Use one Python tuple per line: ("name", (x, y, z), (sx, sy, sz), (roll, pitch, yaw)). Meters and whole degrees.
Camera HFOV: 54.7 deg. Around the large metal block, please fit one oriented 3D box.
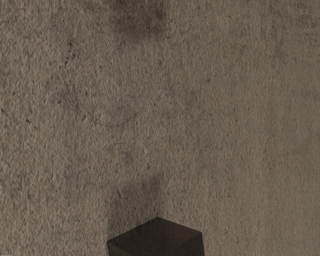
("large metal block", (-0.004, 0.153, 0.368), (0.081, 0.080, 0.050), (-14, 99, -40))
